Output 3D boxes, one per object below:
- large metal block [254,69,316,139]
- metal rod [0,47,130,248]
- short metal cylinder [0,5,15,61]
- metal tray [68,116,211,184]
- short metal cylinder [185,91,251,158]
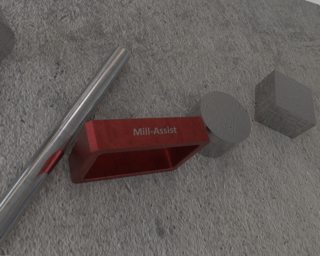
[{"bbox_3d":[0.210,-0.040,0.525,0.080,0.050,0.080,24,53,-14],"label":"large metal block"},{"bbox_3d":[-0.104,0.004,0.345,0.025,0.025,0.301,31,52,-8],"label":"metal rod"},{"bbox_3d":[-0.202,-0.105,0.324,0.081,0.080,0.050,-19,72,-35],"label":"short metal cylinder"},{"bbox_3d":[-0.023,0.024,0.335,0.131,0.090,0.030,-3,64,-30],"label":"metal tray"},{"bbox_3d":[0.078,-0.005,0.432,0.081,0.050,0.080,14,56,-21],"label":"short metal cylinder"}]
